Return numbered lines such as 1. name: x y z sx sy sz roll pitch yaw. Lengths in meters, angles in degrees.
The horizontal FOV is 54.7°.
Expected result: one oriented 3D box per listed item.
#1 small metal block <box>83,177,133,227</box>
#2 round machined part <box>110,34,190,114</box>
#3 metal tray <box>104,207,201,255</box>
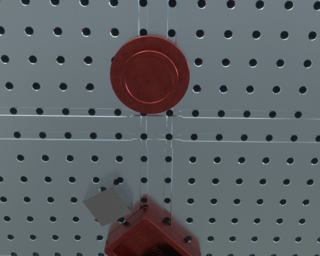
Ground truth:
1. small metal block: -0.075 0.108 0.453 0.050 0.025 0.050 -28 108 10
2. round machined part: -0.012 -0.063 0.381 0.099 0.042 0.097 0 110 0
3. metal tray: -0.009 0.194 0.481 0.090 0.030 0.130 -42 105 14
